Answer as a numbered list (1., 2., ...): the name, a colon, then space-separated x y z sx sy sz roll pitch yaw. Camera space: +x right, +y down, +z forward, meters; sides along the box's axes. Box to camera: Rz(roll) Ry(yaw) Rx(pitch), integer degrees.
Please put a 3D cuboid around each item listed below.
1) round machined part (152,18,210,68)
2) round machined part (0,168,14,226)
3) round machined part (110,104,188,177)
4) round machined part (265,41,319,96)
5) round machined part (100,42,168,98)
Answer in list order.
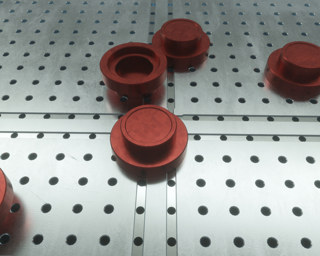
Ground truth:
1. round machined part: 0.035 -0.148 0.521 0.099 0.042 0.098 0 50 0
2. round machined part: -0.205 0.083 0.326 0.099 0.042 0.098 0 50 0
3. round machined part: -0.014 0.009 0.390 0.099 0.042 0.098 0 50 0
4. round machined part: 0.217 -0.098 0.480 0.099 0.042 0.098 0 50 0
5. round machined part: -0.038 -0.083 0.466 0.099 0.042 0.098 0 50 0
